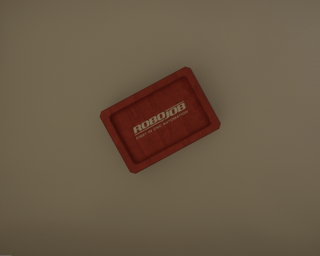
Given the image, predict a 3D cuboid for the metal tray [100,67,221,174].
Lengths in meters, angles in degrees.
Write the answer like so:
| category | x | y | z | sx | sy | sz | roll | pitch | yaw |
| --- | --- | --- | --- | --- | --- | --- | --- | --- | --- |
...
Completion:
| category | x | y | z | sx | sy | sz | roll | pitch | yaw |
| --- | --- | --- | --- | --- | --- | --- | --- | --- | --- |
| metal tray | 0.000 | -0.010 | 0.406 | 0.130 | 0.030 | 0.090 | -28 | 90 | -1 |
